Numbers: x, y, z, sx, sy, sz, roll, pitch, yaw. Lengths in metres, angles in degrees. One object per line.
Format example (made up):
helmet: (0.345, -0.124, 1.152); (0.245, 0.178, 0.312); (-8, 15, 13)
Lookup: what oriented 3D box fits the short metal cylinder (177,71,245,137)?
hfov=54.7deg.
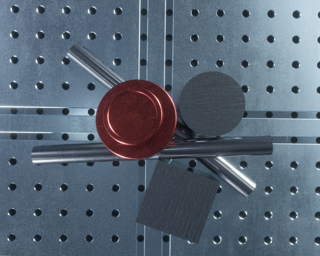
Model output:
short metal cylinder: (0.064, -0.029, 0.401); (0.081, 0.050, 0.079); (0, 90, -1)

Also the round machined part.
round machined part: (-0.029, -0.011, 0.371); (0.099, 0.042, 0.097); (-1, 81, 5)

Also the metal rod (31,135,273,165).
metal rod: (-0.015, 0.028, 0.395); (0.302, 0.025, 0.025); (-3, 90, 7)

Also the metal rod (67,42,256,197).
metal rod: (0.003, -0.011, 0.414); (0.300, 0.025, 0.025); (38, 90, -1)

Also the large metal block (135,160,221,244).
large metal block: (0.022, 0.089, 0.399); (0.080, 0.050, 0.080); (20, 90, -1)
